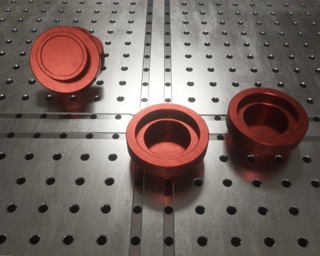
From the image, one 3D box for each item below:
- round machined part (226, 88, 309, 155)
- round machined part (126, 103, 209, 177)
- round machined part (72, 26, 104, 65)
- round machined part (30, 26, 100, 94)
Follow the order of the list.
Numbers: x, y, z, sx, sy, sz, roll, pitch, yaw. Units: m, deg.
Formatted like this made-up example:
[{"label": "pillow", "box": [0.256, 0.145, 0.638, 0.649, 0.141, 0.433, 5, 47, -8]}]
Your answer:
[{"label": "round machined part", "box": [0.135, -0.004, 0.402, 0.099, 0.042, 0.098, 0, 50, 0]}, {"label": "round machined part", "box": [0.009, 0.018, 0.381, 0.099, 0.042, 0.098, 0, 50, 0]}, {"label": "round machined part", "box": [-0.142, -0.129, 0.503, 0.099, 0.042, 0.098, 0, 50, 0]}, {"label": "round machined part", "box": [-0.136, -0.099, 0.444, 0.099, 0.042, 0.097, 0, 89, -7]}]
